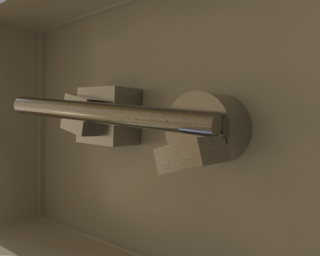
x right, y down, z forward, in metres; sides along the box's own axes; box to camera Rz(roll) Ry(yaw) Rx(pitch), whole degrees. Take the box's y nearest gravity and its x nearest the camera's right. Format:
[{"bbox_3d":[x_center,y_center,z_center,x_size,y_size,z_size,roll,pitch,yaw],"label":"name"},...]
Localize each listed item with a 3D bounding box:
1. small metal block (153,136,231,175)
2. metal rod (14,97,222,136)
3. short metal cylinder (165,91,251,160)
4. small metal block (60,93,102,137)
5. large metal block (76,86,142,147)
[{"bbox_3d":[0.031,0.026,0.295,0.050,0.050,0.025,-18,79,38],"label":"small metal block"},{"bbox_3d":[-0.073,-0.018,0.371,0.300,0.025,0.025,7,94,31],"label":"metal rod"},{"bbox_3d":[0.053,0.001,0.343,0.080,0.050,0.079,0,90,39],"label":"short metal cylinder"},{"bbox_3d":[-0.109,-0.019,0.427,0.050,0.025,0.050,17,100,38],"label":"small metal block"},{"bbox_3d":[-0.075,-0.017,0.446,0.080,0.050,0.079,4,92,39],"label":"large metal block"}]
